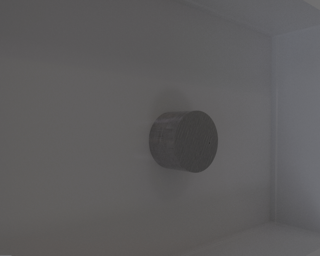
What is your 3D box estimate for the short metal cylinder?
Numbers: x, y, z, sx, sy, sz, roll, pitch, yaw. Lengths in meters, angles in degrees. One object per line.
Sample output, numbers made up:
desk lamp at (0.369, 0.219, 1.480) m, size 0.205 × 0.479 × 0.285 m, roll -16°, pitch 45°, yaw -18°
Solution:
short metal cylinder at (0.032, 0.017, 0.416) m, size 0.081 × 0.050 × 0.080 m, roll 0°, pitch 90°, yaw -40°
